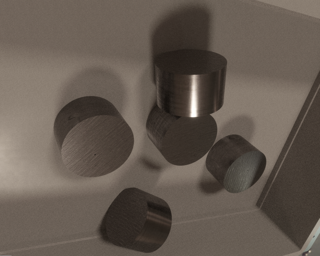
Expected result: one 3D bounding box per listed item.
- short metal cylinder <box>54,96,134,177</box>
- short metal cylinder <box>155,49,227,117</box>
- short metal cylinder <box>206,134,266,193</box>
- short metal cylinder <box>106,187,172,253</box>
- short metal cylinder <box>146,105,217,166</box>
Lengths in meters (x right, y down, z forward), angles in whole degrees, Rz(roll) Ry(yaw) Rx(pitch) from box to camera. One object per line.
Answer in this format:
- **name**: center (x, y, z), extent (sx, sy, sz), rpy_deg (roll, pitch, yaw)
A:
- **short metal cylinder**: center (-0.077, 0.010, 0.358), extent (0.081, 0.050, 0.079), rpy_deg (-14, 125, -21)
- **short metal cylinder**: center (0.035, -0.054, 0.360), extent (0.081, 0.080, 0.050), rpy_deg (-16, 125, -20)
- **short metal cylinder**: center (0.121, 0.057, 0.497), extent (0.081, 0.050, 0.079), rpy_deg (-14, 125, -21)
- **short metal cylinder**: center (-0.030, 0.131, 0.439), extent (0.050, 0.080, 0.080), rpy_deg (34, 99, -39)
- **short metal cylinder**: center (0.028, 0.003, 0.411), extent (0.081, 0.050, 0.079), rpy_deg (-14, 125, -21)
